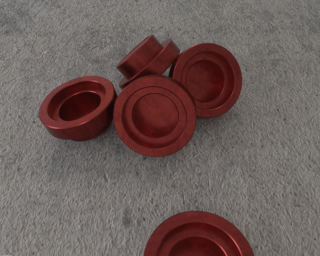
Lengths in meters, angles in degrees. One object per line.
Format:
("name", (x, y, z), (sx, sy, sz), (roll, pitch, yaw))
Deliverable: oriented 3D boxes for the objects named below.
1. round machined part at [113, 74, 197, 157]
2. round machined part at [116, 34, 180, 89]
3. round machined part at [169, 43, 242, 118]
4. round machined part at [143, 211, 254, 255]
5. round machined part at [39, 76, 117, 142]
("round machined part", (-0.004, -0.017, 0.381), (0.099, 0.097, 0.042), (7, 18, 5))
("round machined part", (-0.023, -0.092, 0.432), (0.042, 0.098, 0.098), (47, 53, -18))
("round machined part", (0.058, -0.063, 0.423), (0.099, 0.097, 0.042), (-18, 9, -14))
("round machined part", (0.034, 0.130, 0.283), (0.099, 0.042, 0.098), (0, 50, 0))
("round machined part", (-0.100, -0.021, 0.400), (0.098, 0.042, 0.098), (-8, 45, 9))
